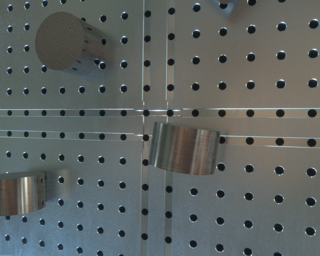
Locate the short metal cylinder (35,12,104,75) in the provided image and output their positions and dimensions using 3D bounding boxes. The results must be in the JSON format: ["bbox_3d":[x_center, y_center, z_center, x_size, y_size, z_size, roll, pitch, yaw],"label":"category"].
[{"bbox_3d":[-0.129,-0.119,0.445,0.080,0.050,0.079,0,90,20],"label":"short metal cylinder"}]

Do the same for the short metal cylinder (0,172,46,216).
[{"bbox_3d":[-0.213,0.095,0.458,0.080,0.080,0.050,-3,89,20],"label":"short metal cylinder"}]

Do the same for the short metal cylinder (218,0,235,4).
[{"bbox_3d":[0.081,-0.192,0.355,0.080,0.080,0.050,-44,76,15],"label":"short metal cylinder"}]

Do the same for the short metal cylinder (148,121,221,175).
[{"bbox_3d":[0.029,0.022,0.373,0.080,0.080,0.050,10,94,19],"label":"short metal cylinder"}]
